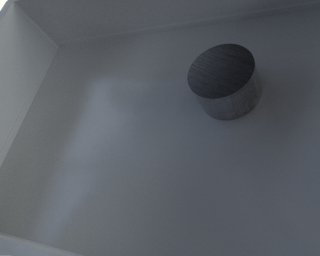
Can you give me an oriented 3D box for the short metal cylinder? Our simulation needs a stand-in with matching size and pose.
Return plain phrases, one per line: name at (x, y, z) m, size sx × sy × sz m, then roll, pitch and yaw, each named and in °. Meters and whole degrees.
short metal cylinder at (0.080, -0.056, 0.383) m, size 0.080 × 0.050 × 0.080 m, roll -13°, pitch 56°, yaw 21°
